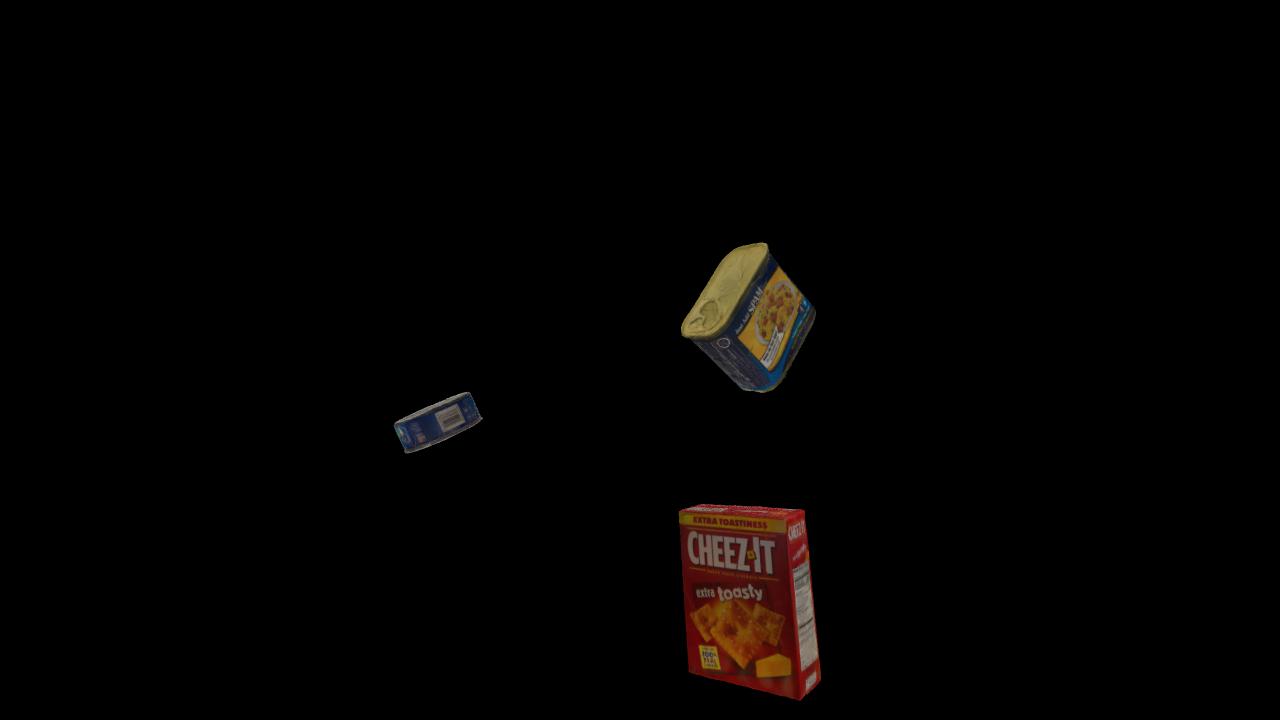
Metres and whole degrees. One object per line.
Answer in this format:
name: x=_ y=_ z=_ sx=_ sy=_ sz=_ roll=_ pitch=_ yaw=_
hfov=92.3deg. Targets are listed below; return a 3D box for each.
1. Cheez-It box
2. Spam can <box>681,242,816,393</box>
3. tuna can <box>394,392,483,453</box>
Cheez-It box: x=0.142 y=0.310 z=0.817 sx=0.166 sy=0.223 sz=0.071 roll=-7 pitch=-5 yaw=37
Spam can: x=0.097 y=-0.035 z=0.535 sx=0.085 sy=0.101 sz=0.058 roll=42 pitch=-20 yaw=-27
tuna can: x=-0.209 y=0.064 z=0.638 sx=0.084 sy=0.034 sz=0.084 roll=-22 pitch=7 yaw=3
